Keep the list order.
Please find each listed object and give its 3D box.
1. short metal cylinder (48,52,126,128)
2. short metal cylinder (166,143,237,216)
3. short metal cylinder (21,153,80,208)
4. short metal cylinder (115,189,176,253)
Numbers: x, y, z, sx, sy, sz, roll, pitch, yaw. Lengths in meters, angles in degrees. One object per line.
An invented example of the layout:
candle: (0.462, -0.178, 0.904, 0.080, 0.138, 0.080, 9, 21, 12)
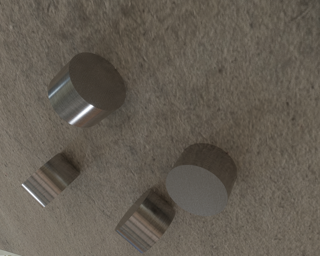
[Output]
short metal cylinder: (-0.090, -0.047, 0.388, 0.050, 0.080, 0.080, -31, 102, 38)
short metal cylinder: (0.054, 0.067, 0.402, 0.080, 0.050, 0.079, 13, 124, 20)
short metal cylinder: (-0.182, 0.087, 0.518, 0.050, 0.080, 0.080, 48, 129, -6)
short metal cylinder: (-0.022, 0.139, 0.467, 0.050, 0.080, 0.080, 42, 129, -1)
